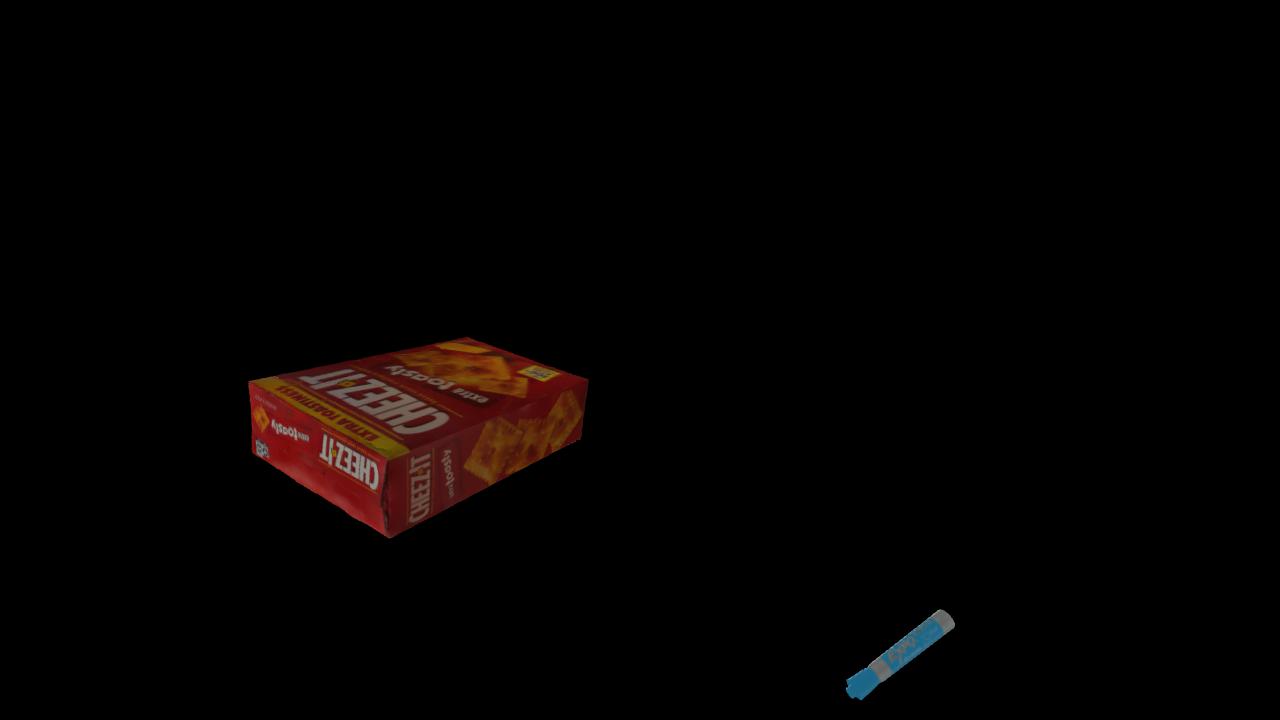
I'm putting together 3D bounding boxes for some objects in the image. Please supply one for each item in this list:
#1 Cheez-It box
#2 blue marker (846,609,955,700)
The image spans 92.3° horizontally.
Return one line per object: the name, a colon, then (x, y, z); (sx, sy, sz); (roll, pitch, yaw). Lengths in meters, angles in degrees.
Cheez-It box: (-0.175, 0.046, 0.523); (0.166, 0.071, 0.223); (18, 20, 28)
blue marker: (0.233, 0.265, 0.553); (0.121, 0.020, 0.020); (-26, 8, -18)
